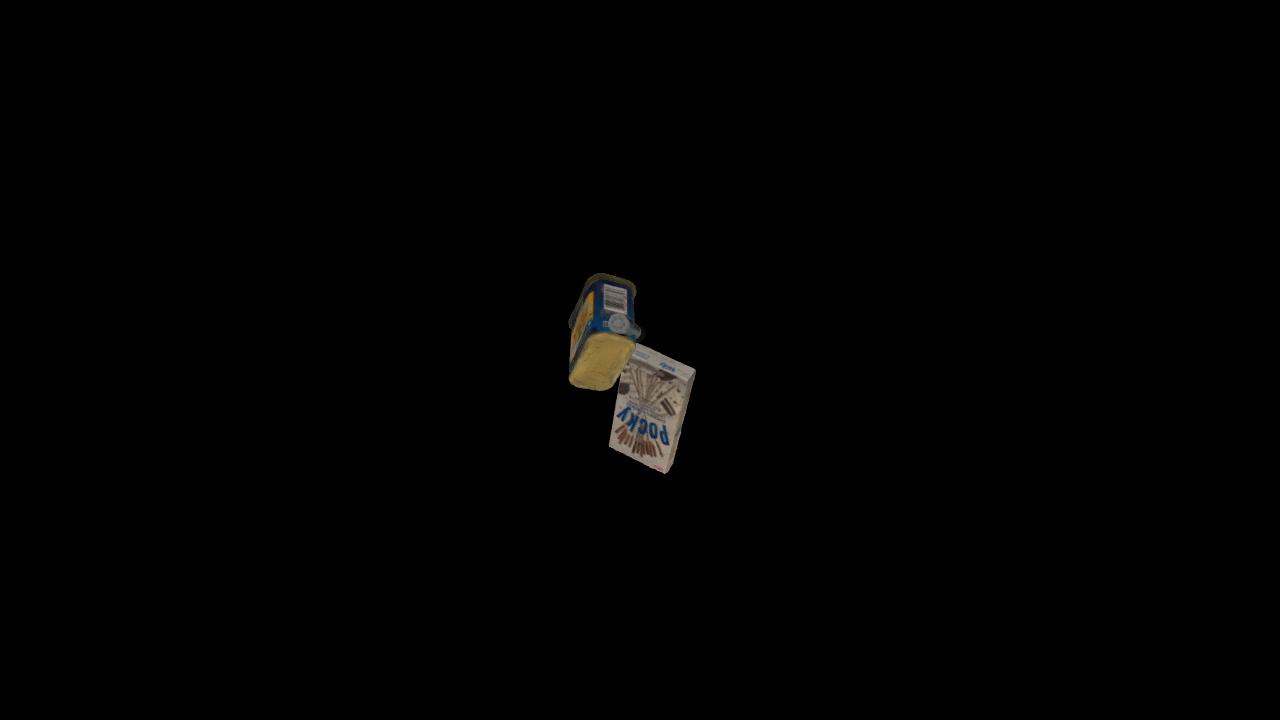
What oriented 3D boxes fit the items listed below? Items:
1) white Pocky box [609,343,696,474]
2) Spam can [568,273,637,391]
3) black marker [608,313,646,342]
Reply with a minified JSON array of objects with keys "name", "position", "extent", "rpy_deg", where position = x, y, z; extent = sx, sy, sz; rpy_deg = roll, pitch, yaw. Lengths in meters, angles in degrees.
[{"name":"white Pocky box","position":[0.012,0.059,0.723],"extent":[0.084,0.154,0.028],"rpy_deg":[24,39,17]},{"name":"Spam can","position":[-0.043,-0.028,0.672],"extent":[0.058,0.085,0.101],"rpy_deg":[12,-41,-17]},{"name":"black marker","position":[-0.011,-0.032,0.635],"extent":[0.020,0.020,0.121],"rpy_deg":[0,-3,9]}]
